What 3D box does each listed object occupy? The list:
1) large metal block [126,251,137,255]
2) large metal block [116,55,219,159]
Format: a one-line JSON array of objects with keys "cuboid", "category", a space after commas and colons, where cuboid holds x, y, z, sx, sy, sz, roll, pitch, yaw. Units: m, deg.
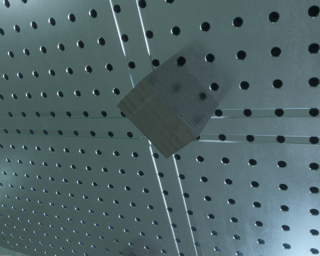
[{"cuboid": [-0.055, 0.302, 0.612, 0.080, 0.050, 0.080, 40, 129, 0], "category": "large metal block"}, {"cuboid": [0.012, -0.026, 0.354, 0.080, 0.080, 0.050, 47, 129, -5], "category": "large metal block"}]
